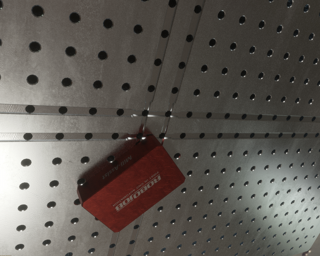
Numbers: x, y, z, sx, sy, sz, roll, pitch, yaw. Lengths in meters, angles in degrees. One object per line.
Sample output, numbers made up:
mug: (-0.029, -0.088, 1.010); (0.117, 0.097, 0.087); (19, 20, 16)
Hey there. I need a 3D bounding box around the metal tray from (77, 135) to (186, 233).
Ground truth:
metal tray: (-0.037, 0.081, 0.439); (0.130, 0.030, 0.090); (-37, 130, -4)
